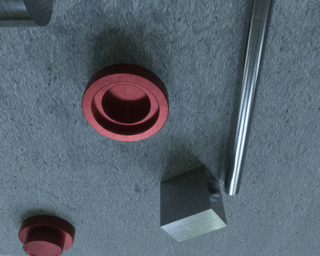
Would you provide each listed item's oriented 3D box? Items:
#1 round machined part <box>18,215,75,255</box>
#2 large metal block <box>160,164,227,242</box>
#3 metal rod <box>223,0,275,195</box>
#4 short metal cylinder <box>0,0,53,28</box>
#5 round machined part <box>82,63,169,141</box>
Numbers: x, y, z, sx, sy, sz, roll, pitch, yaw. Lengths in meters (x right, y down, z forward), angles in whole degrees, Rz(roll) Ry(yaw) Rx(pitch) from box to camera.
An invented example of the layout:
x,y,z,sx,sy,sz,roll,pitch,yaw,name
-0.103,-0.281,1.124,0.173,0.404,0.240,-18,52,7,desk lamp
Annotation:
x,y,z,sx,sy,sz,roll,pitch,yaw,name
-0.210,0.206,0.569,0.099,0.042,0.097,0,130,0,round machined part
0.048,0.113,0.468,0.080,0.080,0.050,-26,126,20,large metal block
0.106,-0.017,0.393,0.025,0.025,0.298,-2,130,2,metal rod
-0.130,-0.127,0.262,0.050,0.080,0.079,-1,130,1,short metal cylinder
-0.039,-0.034,0.367,0.099,0.042,0.097,0,130,0,round machined part
